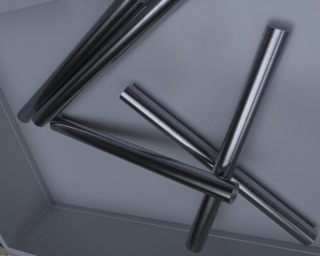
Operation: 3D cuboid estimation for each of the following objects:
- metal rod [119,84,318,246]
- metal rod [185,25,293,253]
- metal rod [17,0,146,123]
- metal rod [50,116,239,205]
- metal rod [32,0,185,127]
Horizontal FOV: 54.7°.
[{"bbox_3d":[0.073,0.046,0.398,0.300,0.025,0.025,38,129,2],"label":"metal rod"},{"bbox_3d":[0.080,0.034,0.360,0.025,0.025,0.298,22,118,15],"label":"metal rod"},{"bbox_3d":[-0.125,-0.082,0.423,0.299,0.025,0.025,-32,101,38],"label":"metal rod"},{"bbox_3d":[-0.041,0.032,0.415,0.300,0.025,0.025,18,126,31],"label":"metal rod"},{"bbox_3d":[-0.085,-0.076,0.398,0.299,0.025,0.025,-32,101,35],"label":"metal rod"}]
